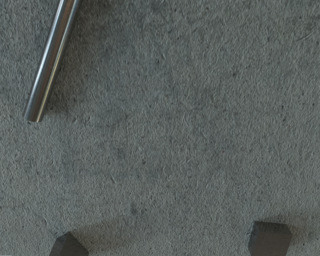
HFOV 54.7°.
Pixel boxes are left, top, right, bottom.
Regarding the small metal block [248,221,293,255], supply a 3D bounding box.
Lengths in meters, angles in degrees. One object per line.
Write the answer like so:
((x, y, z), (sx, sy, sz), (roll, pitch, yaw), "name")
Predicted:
((0.168, 0.174, 0.477), (0.050, 0.025, 0.050), (6, 110, -3), "small metal block")

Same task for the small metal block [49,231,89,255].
((-0.137, 0.195, 0.466), (0.025, 0.050, 0.050), (-32, 107, 11), "small metal block")

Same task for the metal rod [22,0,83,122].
((-0.104, -0.142, 0.356), (0.025, 0.025, 0.298), (23, 108, -9), "metal rod")
